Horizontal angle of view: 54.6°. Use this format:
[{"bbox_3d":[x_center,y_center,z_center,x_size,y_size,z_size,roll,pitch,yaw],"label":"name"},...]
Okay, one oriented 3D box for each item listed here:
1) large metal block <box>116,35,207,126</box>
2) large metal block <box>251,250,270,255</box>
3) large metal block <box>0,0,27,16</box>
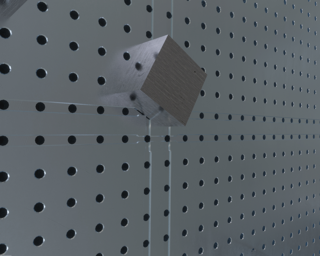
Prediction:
[{"bbox_3d":[0.005,-0.057,0.396,0.080,0.050,0.080,37,67,-34],"label":"large metal block"},{"bbox_3d":[0.199,0.276,0.558,0.080,0.050,0.080,33,70,-35],"label":"large metal block"},{"bbox_3d":[-0.153,-0.129,0.245,0.081,0.080,0.050,-8,95,-40],"label":"large metal block"}]
